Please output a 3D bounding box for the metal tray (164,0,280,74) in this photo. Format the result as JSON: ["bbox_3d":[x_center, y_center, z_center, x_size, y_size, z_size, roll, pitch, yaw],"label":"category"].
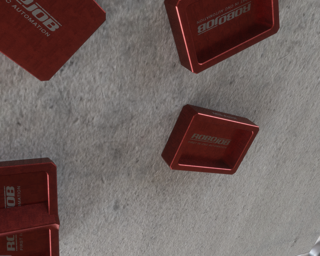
[{"bbox_3d":[0.078,-0.132,0.365,0.131,0.030,0.090,-29,129,-11],"label":"metal tray"}]

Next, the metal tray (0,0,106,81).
[{"bbox_3d":[-0.124,-0.114,0.266,0.090,0.030,0.130,-46,130,4],"label":"metal tray"}]

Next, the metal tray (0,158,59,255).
[{"bbox_3d":[-0.164,0.103,0.347,0.091,0.030,0.129,-3,97,-27],"label":"metal tray"}]

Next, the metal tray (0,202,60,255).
[{"bbox_3d":[-0.176,0.144,0.376,0.091,0.030,0.129,-3,135,-27],"label":"metal tray"}]

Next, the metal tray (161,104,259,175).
[{"bbox_3d":[0.077,0.021,0.460,0.131,0.030,0.089,10,113,-33],"label":"metal tray"}]
